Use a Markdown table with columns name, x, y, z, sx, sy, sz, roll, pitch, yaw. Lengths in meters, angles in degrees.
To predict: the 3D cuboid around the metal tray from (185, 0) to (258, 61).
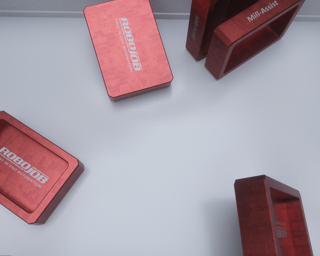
| name | x | y | z | sx | sy | sz | roll | pitch | yaw |
| --- | --- | --- | --- | --- | --- | --- | --- | --- | --- |
| metal tray | 0.084 | -0.153 | 0.411 | 0.090 | 0.130 | 0.030 | -31 | 73 | -11 |

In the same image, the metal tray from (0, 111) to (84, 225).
| name | x | y | z | sx | sy | sz | roll | pitch | yaw |
| --- | --- | --- | --- | --- | --- | --- | --- | --- | --- |
| metal tray | -0.175 | 0.048 | 0.387 | 0.130 | 0.030 | 0.090 | 31 | 73 | 10 |

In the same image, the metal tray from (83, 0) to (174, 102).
| name | x | y | z | sx | sy | sz | roll | pitch | yaw |
| --- | --- | --- | --- | --- | --- | --- | --- | --- | --- |
| metal tray | -0.044 | -0.111 | 0.429 | 0.091 | 0.030 | 0.129 | -17 | 86 | -6 |

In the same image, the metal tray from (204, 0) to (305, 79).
| name | x | y | z | sx | sy | sz | roll | pitch | yaw |
| --- | --- | --- | --- | --- | --- | --- | --- | --- | --- |
| metal tray | 0.126 | -0.129 | 0.423 | 0.131 | 0.090 | 0.030 | -34 | 74 | -12 |

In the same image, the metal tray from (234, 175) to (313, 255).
| name | x | y | z | sx | sy | sz | roll | pitch | yaw |
| --- | --- | --- | --- | --- | --- | --- | --- | --- | --- |
| metal tray | 0.122 | 0.104 | 0.319 | 0.030 | 0.131 | 0.090 | -18 | 64 | 32 |
